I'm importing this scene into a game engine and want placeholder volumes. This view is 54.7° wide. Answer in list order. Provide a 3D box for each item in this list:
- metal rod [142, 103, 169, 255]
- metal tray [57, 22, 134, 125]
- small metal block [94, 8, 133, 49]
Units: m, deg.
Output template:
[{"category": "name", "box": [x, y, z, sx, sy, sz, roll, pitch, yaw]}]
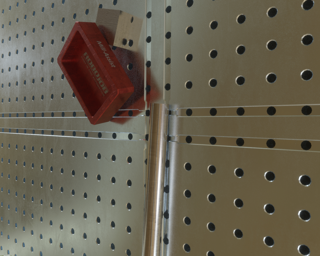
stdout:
[{"category": "metal rod", "box": [-0.009, 0.117, 0.414, 0.025, 0.025, 0.298, 5, 93, 39]}, {"category": "metal tray", "box": [-0.101, -0.082, 0.466, 0.090, 0.030, 0.130, -43, 72, 41]}, {"category": "small metal block", "box": [-0.072, -0.150, 0.467, 0.050, 0.025, 0.050, 22, 104, 37]}]
